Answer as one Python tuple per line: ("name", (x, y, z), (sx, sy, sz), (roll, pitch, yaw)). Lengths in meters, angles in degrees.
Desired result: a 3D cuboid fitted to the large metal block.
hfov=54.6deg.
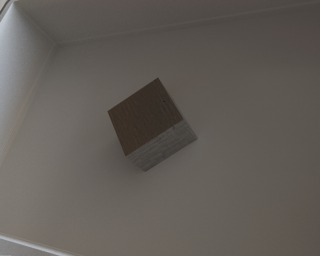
("large metal block", (-0.011, -0.004, 0.399), (0.080, 0.050, 0.080), (-33, 51, 6))
